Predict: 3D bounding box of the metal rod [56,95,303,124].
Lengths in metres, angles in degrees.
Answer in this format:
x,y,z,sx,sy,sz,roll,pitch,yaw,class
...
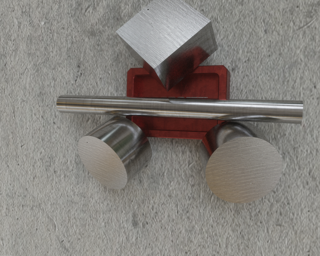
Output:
x,y,z,sx,sy,sz,roll,pitch,yaw,class
0.008,-0.025,0.376,0.301,0.025,0.025,3,91,19,metal rod

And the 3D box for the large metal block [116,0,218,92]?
x,y,z,sx,sy,sz,roll,pitch,yaw,class
0.009,-0.105,0.371,0.080,0.050,0.080,-41,60,-2,large metal block

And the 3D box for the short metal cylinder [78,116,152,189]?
x,y,z,sx,sy,sz,roll,pitch,yaw,class
-0.058,0.031,0.398,0.080,0.050,0.079,22,132,26,short metal cylinder

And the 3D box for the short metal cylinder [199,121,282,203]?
x,y,z,sx,sy,sz,roll,pitch,yaw,class
0.088,0.037,0.348,0.081,0.050,0.079,0,111,-1,short metal cylinder

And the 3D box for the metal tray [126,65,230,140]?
x,y,z,sx,sy,sz,roll,pitch,yaw,class
0.022,-0.032,0.400,0.130,0.030,0.089,2,91,19,metal tray
